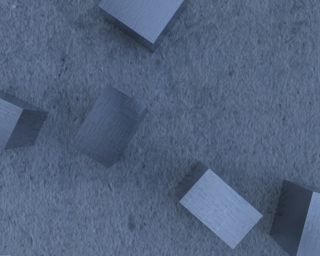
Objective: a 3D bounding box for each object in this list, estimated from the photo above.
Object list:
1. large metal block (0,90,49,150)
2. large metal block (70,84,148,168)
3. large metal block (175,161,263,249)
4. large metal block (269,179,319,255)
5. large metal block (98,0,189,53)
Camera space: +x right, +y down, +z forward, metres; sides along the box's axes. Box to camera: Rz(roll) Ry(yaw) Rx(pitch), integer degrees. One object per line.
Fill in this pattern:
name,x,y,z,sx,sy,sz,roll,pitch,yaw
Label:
large metal block,-0.198,-0.016,0.380,0.080,0.080,0.050,25,90,-1
large metal block,-0.058,-0.002,0.382,0.050,0.080,0.080,31,90,-1
large metal block,0.068,0.089,0.384,0.080,0.080,0.050,42,90,-1
large metal block,0.185,0.115,0.385,0.050,0.080,0.080,15,90,0
large metal block,-0.018,-0.157,0.397,0.080,0.050,0.080,35,90,-1
